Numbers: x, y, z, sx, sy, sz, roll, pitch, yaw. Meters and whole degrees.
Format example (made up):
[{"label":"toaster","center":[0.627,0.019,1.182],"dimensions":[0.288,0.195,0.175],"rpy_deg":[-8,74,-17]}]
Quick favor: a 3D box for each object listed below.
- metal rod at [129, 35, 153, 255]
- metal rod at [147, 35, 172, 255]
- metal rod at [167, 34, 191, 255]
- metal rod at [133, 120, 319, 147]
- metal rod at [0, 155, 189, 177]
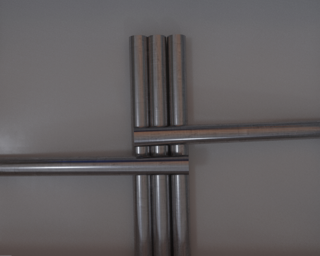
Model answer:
[{"label":"metal rod","center":[-0.025,0.030,0.410],"dimensions":[0.025,0.025,0.298],"rpy_deg":[-1,90,-1]},{"label":"metal rod","center":[0.000,0.029,0.410],"dimensions":[0.025,0.025,0.298],"rpy_deg":[-1,90,-1]},{"label":"metal rod","center":[0.026,0.028,0.410],"dimensions":[0.025,0.025,0.298],"rpy_deg":[-1,90,-1]},{"label":"metal rod","center":[0.118,0.005,0.394],"dimensions":[0.302,0.025,0.025],"rpy_deg":[-2,90,-7]},{"label":"metal rod","center":[-0.115,0.048,0.393],"dimensions":[0.302,0.025,0.025],"rpy_deg":[-1,90,5]}]
